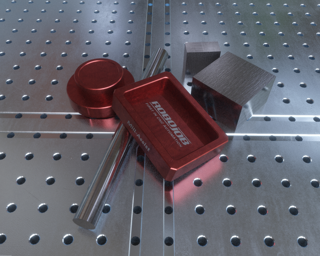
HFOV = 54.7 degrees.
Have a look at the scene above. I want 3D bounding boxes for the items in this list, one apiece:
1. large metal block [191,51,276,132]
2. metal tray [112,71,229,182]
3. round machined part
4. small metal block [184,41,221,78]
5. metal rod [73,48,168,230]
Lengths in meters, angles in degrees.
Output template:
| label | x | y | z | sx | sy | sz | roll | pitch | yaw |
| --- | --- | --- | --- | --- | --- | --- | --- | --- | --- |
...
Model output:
| label | x | y | z | sx | sy | sz | roll | pitch | yaw |
| --- | --- | --- | --- | --- | --- | --- | --- | --- | --- |
| large metal block | 0.101 | -0.054 | 0.438 | 0.080 | 0.050 | 0.080 | 37 | 59 | 26 |
| metal tray | 0.010 | -0.008 | 0.390 | 0.091 | 0.030 | 0.130 | -25 | 64 | -28 |
| round machined part | -0.086 | -0.064 | 0.449 | 0.099 | 0.042 | 0.098 | 0 | 50 | 0 |
| small metal block | 0.064 | -0.105 | 0.481 | 0.050 | 0.050 | 0.025 | -3 | 50 | -3 |
| metal rod | -0.039 | -0.011 | 0.415 | 0.025 | 0.025 | 0.300 | 12 | 51 | 10 |
